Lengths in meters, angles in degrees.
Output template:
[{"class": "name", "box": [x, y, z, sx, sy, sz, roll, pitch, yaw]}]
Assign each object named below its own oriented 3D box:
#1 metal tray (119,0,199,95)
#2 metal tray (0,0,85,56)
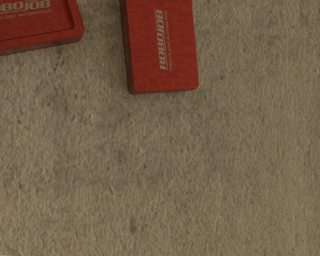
[{"class": "metal tray", "box": [-0.001, -0.112, 0.407, 0.091, 0.030, 0.129, -6, 92, -20]}, {"class": "metal tray", "box": [-0.161, -0.133, 0.346, 0.131, 0.030, 0.089, -17, 96, -20]}]
